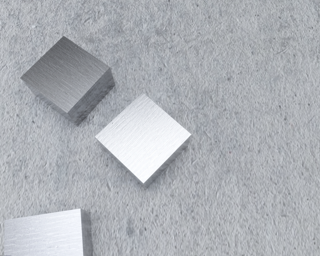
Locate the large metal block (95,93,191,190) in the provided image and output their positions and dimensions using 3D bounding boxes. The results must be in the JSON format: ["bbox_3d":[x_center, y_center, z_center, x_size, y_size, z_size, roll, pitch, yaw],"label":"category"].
[{"bbox_3d":[-0.020,0.017,0.388,0.080,0.050,0.080,42,75,13],"label":"large metal block"}]

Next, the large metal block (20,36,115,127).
[{"bbox_3d":[-0.120,-0.062,0.417,0.080,0.050,0.080,35,74,12],"label":"large metal block"}]

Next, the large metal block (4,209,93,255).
[{"bbox_3d":[-0.120,0.138,0.343,0.081,0.050,0.080,-8,70,-3],"label":"large metal block"}]
